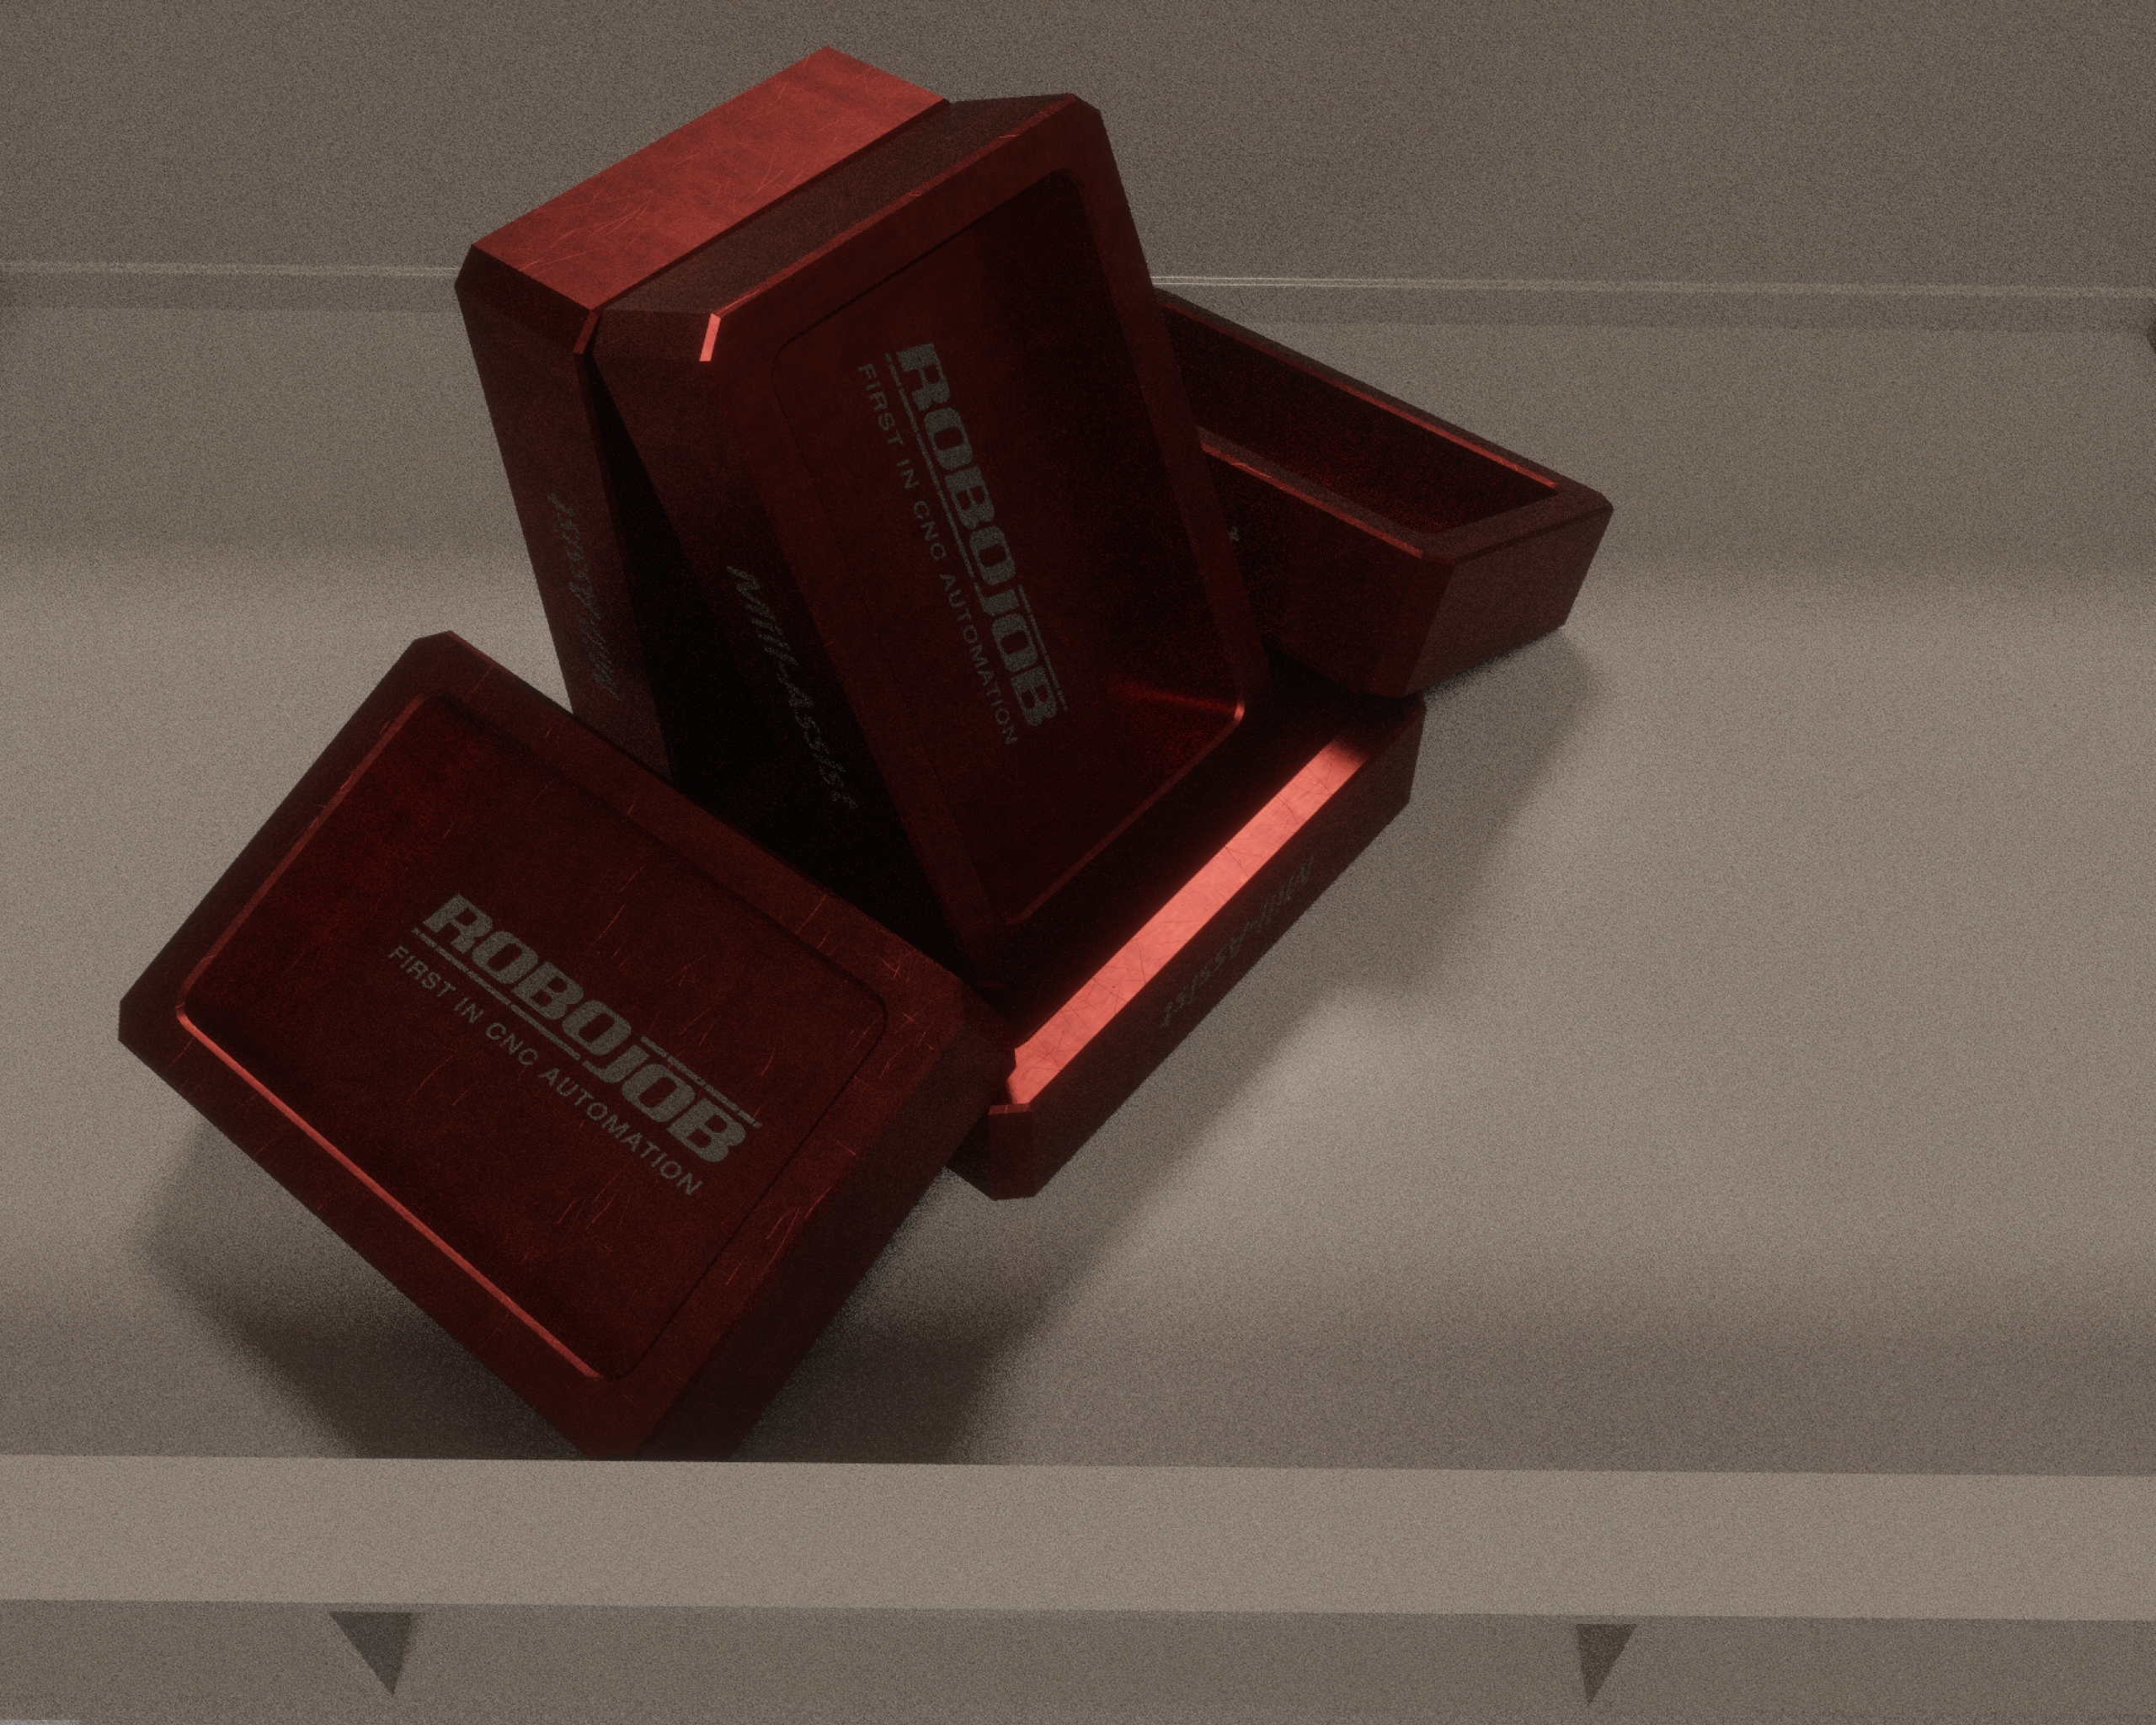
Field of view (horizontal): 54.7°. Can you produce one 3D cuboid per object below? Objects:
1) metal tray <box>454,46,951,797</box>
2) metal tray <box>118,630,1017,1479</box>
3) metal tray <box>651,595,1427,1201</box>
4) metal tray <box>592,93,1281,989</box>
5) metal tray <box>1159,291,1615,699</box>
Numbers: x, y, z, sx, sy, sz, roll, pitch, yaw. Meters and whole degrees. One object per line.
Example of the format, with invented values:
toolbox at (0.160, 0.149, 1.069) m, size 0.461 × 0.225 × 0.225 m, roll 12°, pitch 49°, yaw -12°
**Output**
metal tray at (-0.059, -0.073, 0.394) m, size 0.030 × 0.129 × 0.090 m, roll 32°, pitch 57°, yaw 25°
metal tray at (-0.088, 0.029, 0.352) m, size 0.130 × 0.030 × 0.090 m, roll 33°, pitch 81°, yaw 24°
metal tray at (-0.005, -0.007, 0.405) m, size 0.090 × 0.030 × 0.131 m, roll 32°, pitch 57°, yaw 23°
metal tray at (-0.017, -0.054, 0.364) m, size 0.030 × 0.129 × 0.090 m, roll 15°, pitch 47°, yaw 43°
metal tray at (0.038, -0.085, 0.449) m, size 0.130 × 0.030 × 0.091 m, roll 32°, pitch 31°, yaw 23°
